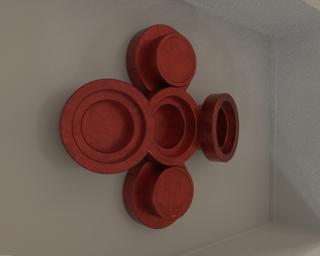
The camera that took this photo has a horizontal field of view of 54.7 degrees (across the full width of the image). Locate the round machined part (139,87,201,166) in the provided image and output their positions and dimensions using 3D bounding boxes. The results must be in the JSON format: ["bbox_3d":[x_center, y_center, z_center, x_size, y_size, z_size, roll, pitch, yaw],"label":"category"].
[{"bbox_3d":[0.005,-0.002,0.396,0.099,0.042,0.097,0,90,-40],"label":"round machined part"}]

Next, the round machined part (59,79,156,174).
[{"bbox_3d":[-0.058,-0.002,0.334,0.099,0.042,0.097,0,90,-23],"label":"round machined part"}]

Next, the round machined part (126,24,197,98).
[{"bbox_3d":[0.009,-0.085,0.400,0.099,0.042,0.097,0,90,-40],"label":"round machined part"}]

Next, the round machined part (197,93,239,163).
[{"bbox_3d":[0.077,0.000,0.447,0.099,0.042,0.097,-1,91,-56],"label":"round machined part"}]

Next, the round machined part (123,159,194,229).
[{"bbox_3d":[0.005,0.080,0.398,0.099,0.042,0.097,0,90,-40],"label":"round machined part"}]
